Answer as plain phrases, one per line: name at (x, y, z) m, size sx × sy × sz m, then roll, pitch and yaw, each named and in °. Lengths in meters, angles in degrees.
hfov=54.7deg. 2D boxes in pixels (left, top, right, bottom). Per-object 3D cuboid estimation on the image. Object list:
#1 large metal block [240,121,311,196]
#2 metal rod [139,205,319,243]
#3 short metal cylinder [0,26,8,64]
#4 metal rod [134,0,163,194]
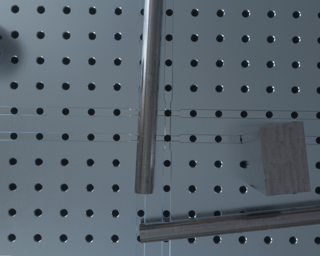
large metal block at (0.140, 0.034, 0.388) m, size 0.050 × 0.080 × 0.079 m, roll -6°, pitch 90°, yaw 0°
metal rod at (0.124, 0.125, 0.415) m, size 0.302 × 0.025 × 0.025 m, roll -6°, pitch 90°, yaw -1°
short metal cylinder at (-0.249, -0.113, 0.398) m, size 0.081 × 0.050 × 0.079 m, roll 0°, pitch 90°, yaw -1°
metal rod at (-0.014, -0.063, 0.413) m, size 0.025 × 0.025 × 0.298 m, roll 3°, pitch 90°, yaw -1°
